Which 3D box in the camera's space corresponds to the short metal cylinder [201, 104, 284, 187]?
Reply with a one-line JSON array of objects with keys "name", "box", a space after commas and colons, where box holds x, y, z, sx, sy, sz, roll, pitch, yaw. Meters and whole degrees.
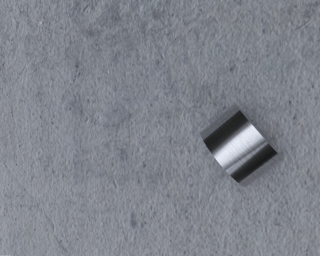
[{"name": "short metal cylinder", "box": [0.091, 0.019, 0.347, 0.050, 0.080, 0.080, -42, 77, 15]}]
